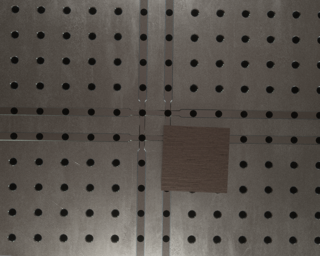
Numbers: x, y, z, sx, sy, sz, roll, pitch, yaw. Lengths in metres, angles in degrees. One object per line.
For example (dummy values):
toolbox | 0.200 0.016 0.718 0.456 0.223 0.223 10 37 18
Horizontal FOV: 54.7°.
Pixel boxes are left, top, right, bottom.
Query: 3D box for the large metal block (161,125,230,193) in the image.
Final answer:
large metal block | 0.043 0.038 0.402 0.081 0.050 0.079 3 90 -1
